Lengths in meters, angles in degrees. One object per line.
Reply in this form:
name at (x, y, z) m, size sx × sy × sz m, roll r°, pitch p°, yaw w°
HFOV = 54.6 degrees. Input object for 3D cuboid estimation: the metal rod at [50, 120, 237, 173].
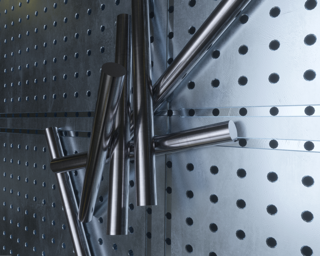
metal rod at (-0.043, 0.032, 0.422) m, size 0.300 × 0.025 × 0.025 m, roll -13°, pitch 82°, yaw 32°

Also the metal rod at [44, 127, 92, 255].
metal rod at (-0.155, 0.138, 0.538) m, size 0.025 × 0.025 × 0.299 m, roll -32°, pitch 70°, yaw 35°

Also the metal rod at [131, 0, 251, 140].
metal rod at (0.009, -0.058, 0.402) m, size 0.299 × 0.025 × 0.025 m, roll -48°, pitch 62°, yaw 29°

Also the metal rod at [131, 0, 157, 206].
metal rod at (-0.022, -0.055, 0.396) m, size 0.025 × 0.025 × 0.299 m, roll -15°, pitch 71°, yaw 39°

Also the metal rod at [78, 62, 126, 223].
metal rod at (-0.085, 0.044, 0.415) m, size 0.025 × 0.025 × 0.298 m, roll 50°, pitch 140°, yaw 28°

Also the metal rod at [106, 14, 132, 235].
metal rod at (-0.051, -0.017, 0.410) m, size 0.025 × 0.025 × 0.299 m, roll -14°, pitch 68°, yaw 39°
